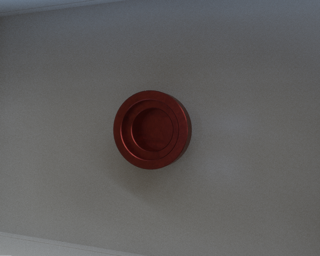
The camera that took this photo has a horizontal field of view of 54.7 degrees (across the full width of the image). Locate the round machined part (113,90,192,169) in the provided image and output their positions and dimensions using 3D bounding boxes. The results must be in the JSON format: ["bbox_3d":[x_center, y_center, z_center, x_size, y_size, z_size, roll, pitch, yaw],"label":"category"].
[{"bbox_3d":[-0.007,0.002,0.399,0.098,0.042,0.097,0,90,19],"label":"round machined part"}]
